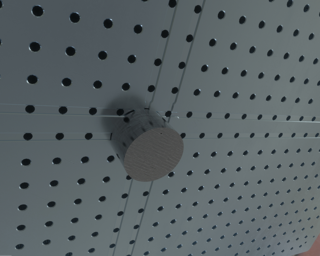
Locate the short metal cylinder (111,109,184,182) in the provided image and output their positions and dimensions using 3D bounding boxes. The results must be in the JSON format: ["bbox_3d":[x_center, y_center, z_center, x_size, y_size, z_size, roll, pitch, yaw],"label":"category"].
[{"bbox_3d":[-0.017,0.022,0.401,0.081,0.050,0.079,-14,124,-21],"label":"short metal cylinder"}]
